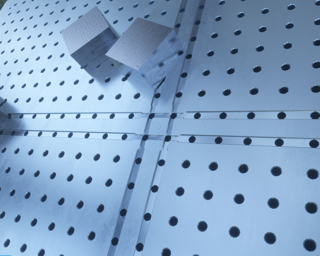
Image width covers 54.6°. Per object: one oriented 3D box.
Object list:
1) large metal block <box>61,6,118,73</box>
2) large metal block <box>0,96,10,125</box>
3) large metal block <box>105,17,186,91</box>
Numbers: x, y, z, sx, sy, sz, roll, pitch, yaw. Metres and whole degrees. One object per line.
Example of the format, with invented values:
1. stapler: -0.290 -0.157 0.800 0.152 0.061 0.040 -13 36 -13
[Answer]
1. large metal block: -0.121 -0.159 0.555 0.080 0.050 0.080 -34 51 6
2. large metal block: -0.349 -0.028 0.595 0.080 0.050 0.080 -44 51 -2
3. large metal block: -0.022 -0.115 0.475 0.080 0.050 0.080 32 80 38
